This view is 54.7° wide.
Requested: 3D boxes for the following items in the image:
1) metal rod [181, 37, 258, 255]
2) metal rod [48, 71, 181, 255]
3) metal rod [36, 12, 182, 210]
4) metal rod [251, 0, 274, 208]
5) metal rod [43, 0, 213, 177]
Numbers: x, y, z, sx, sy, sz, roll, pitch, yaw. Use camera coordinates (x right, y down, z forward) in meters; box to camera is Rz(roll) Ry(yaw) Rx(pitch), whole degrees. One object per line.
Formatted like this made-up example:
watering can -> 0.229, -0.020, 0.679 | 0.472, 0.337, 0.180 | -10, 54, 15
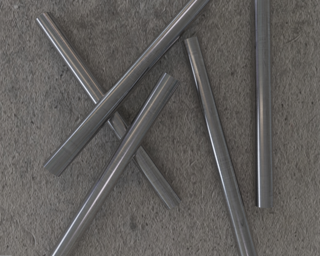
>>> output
metal rod -> 0.079, 0.028, 0.410 | 0.025, 0.025, 0.298 | -15, 90, 0
metal rod -> -0.065, 0.064, 0.390 | 0.025, 0.025, 0.299 | 33, 98, 0
metal rod -> -0.067, -0.022, 0.409 | 0.025, 0.025, 0.299 | -35, 90, 0
metal rod -> 0.136, -0.046, 0.410 | 0.025, 0.025, 0.298 | -1, 90, 0
metal rod -> -0.034, -0.064, 0.390 | 0.025, 0.025, 0.300 | 40, 82, 0
